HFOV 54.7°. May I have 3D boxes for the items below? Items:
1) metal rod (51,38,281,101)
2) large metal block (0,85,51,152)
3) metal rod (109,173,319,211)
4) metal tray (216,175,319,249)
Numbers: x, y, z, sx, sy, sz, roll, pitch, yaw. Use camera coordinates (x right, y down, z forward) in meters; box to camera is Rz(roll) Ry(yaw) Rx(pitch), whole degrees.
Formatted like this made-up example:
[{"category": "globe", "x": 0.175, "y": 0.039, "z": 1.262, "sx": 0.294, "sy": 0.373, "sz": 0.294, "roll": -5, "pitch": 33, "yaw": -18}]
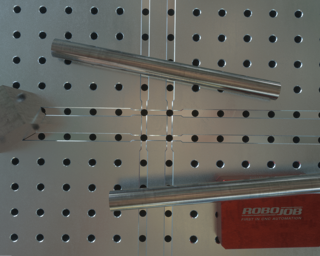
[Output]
[{"category": "metal rod", "x": 0.008, "y": -0.078, "z": 0.413, "sx": 0.302, "sy": 0.025, "sz": 0.025, "roll": 11, "pitch": 90, "yaw": 0}, {"category": "large metal block", "x": -0.197, "y": -0.007, "z": 0.384, "sx": 0.080, "sy": 0.080, "sz": 0.050, "roll": -30, "pitch": 90, "yaw": 0}, {"category": "metal rod", "x": 0.090, "y": 0.078, "z": 0.383, "sx": 0.302, "sy": 0.025, "sz": 0.025, "roll": -5, "pitch": 90, "yaw": 0}, {"category": "metal tray", "x": 0.144, "y": 0.110, "z": 0.412, "sx": 0.131, "sy": 0.030, "sz": 0.089, "roll": -1, "pitch": 90, "yaw": 0}]
